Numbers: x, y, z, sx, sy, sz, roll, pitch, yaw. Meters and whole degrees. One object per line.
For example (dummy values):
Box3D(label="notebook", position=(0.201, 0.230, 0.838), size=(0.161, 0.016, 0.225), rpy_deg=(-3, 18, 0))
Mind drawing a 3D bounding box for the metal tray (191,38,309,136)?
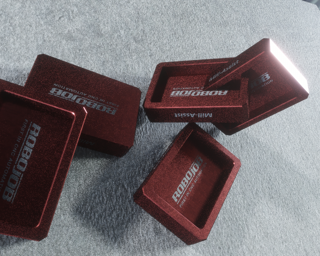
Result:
Box3D(label="metal tray", position=(0.115, -0.048, 0.416), size=(0.090, 0.130, 0.030), rpy_deg=(38, 44, -23))

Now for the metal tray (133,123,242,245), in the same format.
Box3D(label="metal tray", position=(0.039, 0.063, 0.384), size=(0.090, 0.030, 0.131), rpy_deg=(40, 51, -2))

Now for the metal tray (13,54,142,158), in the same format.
Box3D(label="metal tray", position=(-0.092, -0.026, 0.368), size=(0.131, 0.030, 0.090), rpy_deg=(18, 55, -18))

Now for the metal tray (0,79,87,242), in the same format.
Box3D(label="metal tray", position=(-0.132, 0.029, 0.289), size=(0.091, 0.030, 0.130), rpy_deg=(19, 70, -17))

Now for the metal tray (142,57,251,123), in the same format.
Box3D(label="metal tray", position=(0.051, -0.051, 0.409), size=(0.130, 0.030, 0.090), rpy_deg=(0, 51, 20))
